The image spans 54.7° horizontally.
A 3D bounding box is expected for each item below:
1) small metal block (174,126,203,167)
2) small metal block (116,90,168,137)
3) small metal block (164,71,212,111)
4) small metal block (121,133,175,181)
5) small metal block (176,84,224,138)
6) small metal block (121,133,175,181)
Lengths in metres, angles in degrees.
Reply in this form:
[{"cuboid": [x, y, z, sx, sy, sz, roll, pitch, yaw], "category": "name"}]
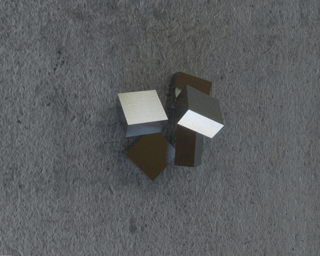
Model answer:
[{"cuboid": [0.039, 0.024, 0.410, 0.025, 0.050, 0.050, 4, 88, 18], "category": "small metal block"}, {"cuboid": [-0.024, -0.019, 0.389, 0.050, 0.025, 0.050, -8, 55, -21], "category": "small metal block"}, {"cuboid": [0.039, -0.045, 0.426, 0.050, 0.025, 0.050, 15, 85, -20], "category": "small metal block"}, {"cuboid": [-0.013, 0.033, 0.407, 0.050, 0.025, 0.050, -47, 105, -14], "category": "small metal block"}, {"cuboid": [0.049, -0.021, 0.389, 0.050, 0.025, 0.050, 23, 39, -19], "category": "small metal block"}, {"cuboid": [-0.013, 0.033, 0.407, 0.050, 0.025, 0.050, -47, 105, -14], "category": "small metal block"}]
